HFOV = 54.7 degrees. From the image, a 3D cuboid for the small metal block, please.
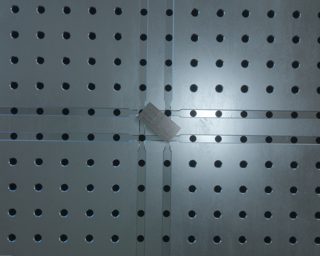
[{"bbox_3d":[-0.001,-0.006,0.401,0.050,0.050,0.025,40,90,-1],"label":"small metal block"}]
